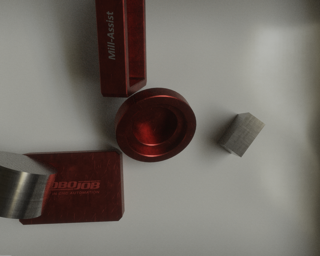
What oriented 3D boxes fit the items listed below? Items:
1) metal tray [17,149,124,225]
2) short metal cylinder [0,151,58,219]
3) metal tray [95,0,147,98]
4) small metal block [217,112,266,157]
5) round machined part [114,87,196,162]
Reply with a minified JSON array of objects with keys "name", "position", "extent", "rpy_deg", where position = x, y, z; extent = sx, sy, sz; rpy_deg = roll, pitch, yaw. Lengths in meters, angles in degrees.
[{"name":"metal tray","position":[-0.115,0.076,0.408],"extent":[0.131,0.030,0.089],"rpy_deg":[-2,90,-1]},{"name":"short metal cylinder","position":[-0.165,0.062,0.351],"extent":[0.080,0.080,0.050],"rpy_deg":[19,90,-1]},{"name":"metal tray","position":[-0.041,-0.107,0.359],"extent":[0.030,0.090,0.129],"rpy_deg":[3,108,11]},{"name":"small metal block","position":[0.103,0.008,0.400],"extent":[0.025,0.050,0.050],"rpy_deg":[36,90,-1]},{"name":"round machined part","position":[-0.008,-0.007,0.387],"extent":[0.099,0.042,0.097],"rpy_deg":[-8,126,-11]}]
